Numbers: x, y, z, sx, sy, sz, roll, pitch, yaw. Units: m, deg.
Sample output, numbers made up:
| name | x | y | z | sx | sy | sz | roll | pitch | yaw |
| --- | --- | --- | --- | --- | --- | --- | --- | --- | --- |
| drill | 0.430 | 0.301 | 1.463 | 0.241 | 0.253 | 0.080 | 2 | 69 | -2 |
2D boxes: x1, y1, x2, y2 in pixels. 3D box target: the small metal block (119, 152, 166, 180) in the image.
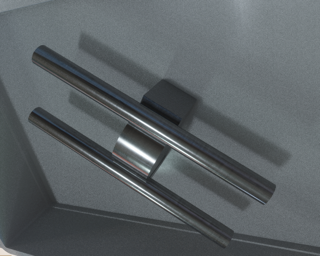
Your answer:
| name | x | y | z | sx | sy | sz | roll | pitch | yaw |
| --- | --- | --- | --- | --- | --- | --- | --- | --- | --- |
| small metal block | -0.028 | 0.048 | 0.433 | 0.050 | 0.050 | 0.025 | 32 | 128 | 7 |

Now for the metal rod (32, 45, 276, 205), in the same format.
| name | x | y | z | sx | sy | sz | roll | pitch | yaw |
| --- | --- | --- | --- | --- | --- | --- | --- | --- | --- |
| metal rod | -0.013 | -0.008 | 0.343 | 0.301 | 0.025 | 0.025 | 31 | 128 | 7 |

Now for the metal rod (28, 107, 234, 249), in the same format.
| name | x | y | z | sx | sy | sz | roll | pitch | yaw |
| --- | --- | --- | --- | --- | --- | --- | --- | --- | --- |
| metal rod | -0.043 | 0.060 | 0.402 | 0.301 | 0.025 | 0.025 | 31 | 128 | 7 |

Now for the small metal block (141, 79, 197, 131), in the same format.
| name | x | y | z | sx | sy | sz | roll | pitch | yaw |
| --- | --- | --- | --- | --- | --- | --- | --- | --- | --- |
| small metal block | 0.009 | -0.027 | 0.368 | 0.050 | 0.050 | 0.025 | 32 | 128 | 7 |

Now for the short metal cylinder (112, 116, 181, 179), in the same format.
| name | x | y | z | sx | sy | sz | roll | pitch | yaw |
| --- | --- | --- | --- | --- | --- | --- | --- | --- | --- |
| short metal cylinder | -0.016 | 0.017 | 0.389 | 0.050 | 0.080 | 0.079 | 32 | 128 | 7 |
